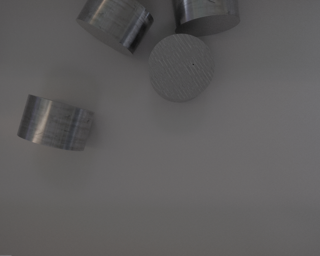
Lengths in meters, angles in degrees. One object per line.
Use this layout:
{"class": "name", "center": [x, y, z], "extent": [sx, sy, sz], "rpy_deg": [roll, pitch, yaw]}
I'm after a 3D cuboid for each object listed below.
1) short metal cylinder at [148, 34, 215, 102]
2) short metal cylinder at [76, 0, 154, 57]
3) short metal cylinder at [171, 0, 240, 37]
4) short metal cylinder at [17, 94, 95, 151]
{"class": "short metal cylinder", "center": [0.026, -0.074, 0.399], "extent": [0.081, 0.050, 0.080], "rpy_deg": [0, 90, 0]}
{"class": "short metal cylinder", "center": [-0.055, -0.132, 0.383], "extent": [0.080, 0.080, 0.050], "rpy_deg": [31, 90, 0]}
{"class": "short metal cylinder", "center": [0.056, -0.150, 0.384], "extent": [0.080, 0.080, 0.050], "rpy_deg": [-7, 90, 0]}
{"class": "short metal cylinder", "center": [-0.127, -0.006, 0.383], "extent": [0.080, 0.080, 0.050], "rpy_deg": [16, 90, 0]}
